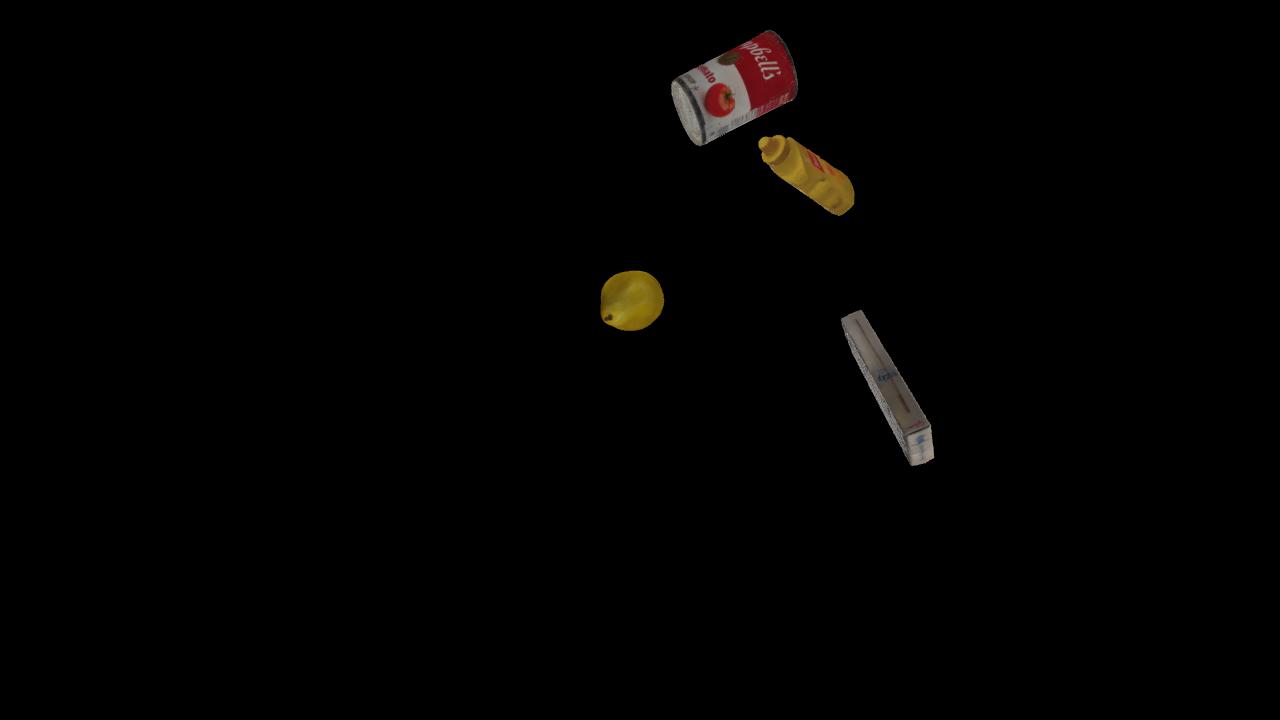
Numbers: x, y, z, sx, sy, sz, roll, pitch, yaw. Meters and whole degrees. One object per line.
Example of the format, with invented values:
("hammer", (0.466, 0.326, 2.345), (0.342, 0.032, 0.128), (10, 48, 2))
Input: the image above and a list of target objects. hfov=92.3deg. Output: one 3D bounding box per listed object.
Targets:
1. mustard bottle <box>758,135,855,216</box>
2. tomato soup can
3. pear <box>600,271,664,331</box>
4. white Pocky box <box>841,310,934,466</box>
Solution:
("mustard bottle", (0.242, -0.284, 0.917), (0.184, 0.092, 0.054), (17, -39, -36))
("tomato soup can", (0.088, -0.256, 0.583), (0.101, 0.068, 0.068), (-27, 0, 1))
("pear", (-0.022, -0.062, 0.741), (0.080, 0.080, 0.111), (0, 27, 36))
("white Pocky box", (0.260, 0.028, 0.649), (0.028, 0.154, 0.084), (-25, -38, 13))
